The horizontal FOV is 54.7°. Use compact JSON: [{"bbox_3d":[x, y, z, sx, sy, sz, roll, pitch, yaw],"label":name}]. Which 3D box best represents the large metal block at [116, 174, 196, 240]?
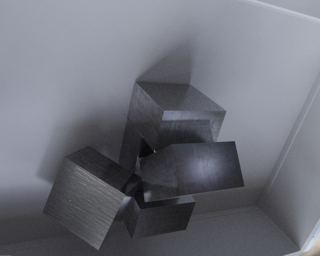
[{"bbox_3d":[-0.011,0.099,0.427,0.081,0.080,0.050,0,118,-29],"label":"large metal block"}]

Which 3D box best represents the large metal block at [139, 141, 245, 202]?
[{"bbox_3d":[0.032,0.050,0.349,0.081,0.080,0.050,-1,74,-29],"label":"large metal block"}]

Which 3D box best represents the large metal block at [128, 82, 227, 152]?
[{"bbox_3d":[0.017,-0.016,0.371,0.081,0.080,0.050,-1,119,-28],"label":"large metal block"}]

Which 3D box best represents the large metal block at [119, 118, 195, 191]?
[{"bbox_3d":[-0.005,0.033,0.412,0.081,0.050,0.079,-1,119,-29],"label":"large metal block"}]

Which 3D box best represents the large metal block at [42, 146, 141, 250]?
[{"bbox_3d":[-0.080,0.080,0.368,0.079,0.080,0.050,-64,169,18],"label":"large metal block"}]
